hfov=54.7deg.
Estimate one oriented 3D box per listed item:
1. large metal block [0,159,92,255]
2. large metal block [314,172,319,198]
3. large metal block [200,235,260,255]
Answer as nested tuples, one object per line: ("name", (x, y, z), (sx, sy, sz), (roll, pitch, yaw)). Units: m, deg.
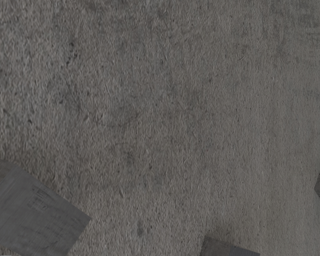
("large metal block", (-0.121, 0.071, 0.268), (0.080, 0.080, 0.050), (48, 62, -30))
("large metal block", (0.420, 0.128, 0.721), (0.050, 0.080, 0.080), (48, 62, -30))
("large metal block", (0.102, 0.219, 0.474), (0.080, 0.050, 0.080), (30, 72, -36))
